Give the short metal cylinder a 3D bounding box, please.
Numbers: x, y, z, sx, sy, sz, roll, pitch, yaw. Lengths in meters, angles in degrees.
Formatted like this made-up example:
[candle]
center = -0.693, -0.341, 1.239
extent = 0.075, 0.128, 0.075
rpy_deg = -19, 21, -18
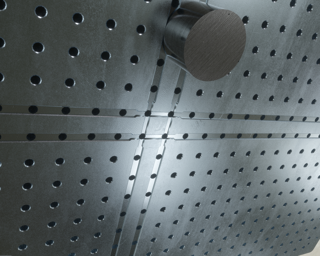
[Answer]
[short metal cylinder]
center = 0.051, -0.101, 0.360
extent = 0.081, 0.050, 0.080
rpy_deg = -14, 124, -21
